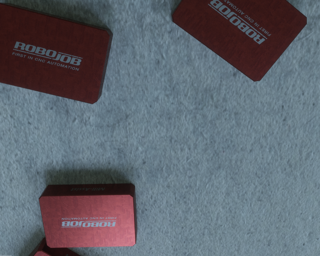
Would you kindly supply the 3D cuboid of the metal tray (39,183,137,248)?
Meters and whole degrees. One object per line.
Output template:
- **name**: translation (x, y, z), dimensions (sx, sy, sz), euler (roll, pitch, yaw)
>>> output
- **metal tray**: translation (-0.101, 0.128, 0.453), dimensions (0.131, 0.030, 0.089), euler (-1, 110, 0)

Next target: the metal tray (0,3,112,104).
- **metal tray**: translation (-0.131, -0.088, 0.373), dimensions (0.131, 0.030, 0.089), euler (13, 110, -6)

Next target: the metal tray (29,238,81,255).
- **metal tray**: translation (-0.155, 0.243, 0.494), dimensions (0.130, 0.030, 0.090), euler (37, 106, -13)

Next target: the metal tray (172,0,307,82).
- **metal tray**: translation (0.090, -0.127, 0.362), dimensions (0.130, 0.030, 0.090), euler (33, 106, -12)
